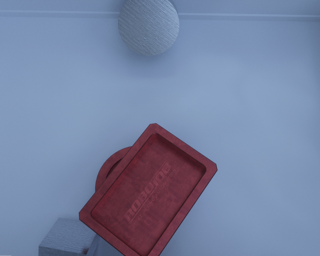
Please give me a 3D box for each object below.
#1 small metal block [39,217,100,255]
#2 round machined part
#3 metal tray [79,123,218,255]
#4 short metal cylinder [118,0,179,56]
[{"bbox_3d":[-0.099,0.129,0.345,0.050,0.050,0.025,10,109,3],"label":"small metal block"},{"bbox_3d":[-0.025,0.074,0.373,0.099,0.042,0.098,0,70,-1],"label":"round machined part"},{"bbox_3d":[-0.010,0.070,0.336,0.090,0.030,0.130,35,73,11],"label":"metal tray"},{"bbox_3d":[-0.014,-0.145,0.427,0.081,0.079,0.050,3,28,1],"label":"short metal cylinder"}]
